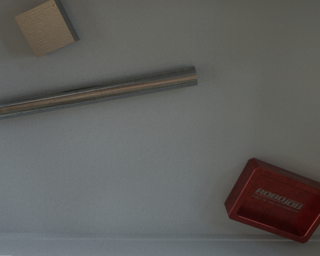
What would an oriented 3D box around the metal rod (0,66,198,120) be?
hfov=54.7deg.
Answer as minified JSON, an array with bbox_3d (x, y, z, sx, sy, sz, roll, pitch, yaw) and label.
[{"bbox_3d":[-0.104,-0.040,0.394,0.302,0.025,0.025,-10,110,3],"label":"metal rod"}]

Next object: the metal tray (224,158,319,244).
[{"bbox_3d":[0.173,0.107,0.450,0.131,0.030,0.089,21,109,-8],"label":"metal tray"}]

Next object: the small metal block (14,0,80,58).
[{"bbox_3d":[-0.132,-0.117,0.366,0.050,0.025,0.050,-22,109,7],"label":"small metal block"}]
